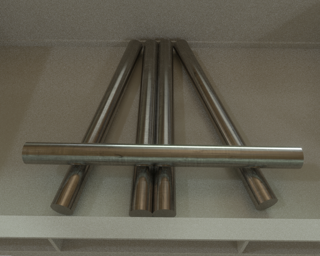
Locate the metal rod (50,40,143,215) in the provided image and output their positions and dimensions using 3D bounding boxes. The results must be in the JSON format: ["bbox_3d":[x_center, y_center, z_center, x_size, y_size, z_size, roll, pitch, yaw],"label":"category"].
[{"bbox_3d":[-0.073,-0.025,0.424,0.025,0.025,0.300,10,51,8],"label":"metal rod"}]

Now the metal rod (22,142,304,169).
[{"bbox_3d":[0.003,0.030,0.344,0.302,0.025,0.025,1,50,1],"label":"metal rod"}]

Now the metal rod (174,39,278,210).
[{"bbox_3d":[0.075,-0.028,0.427,0.025,0.025,0.300,-12,51,-10],"label":"metal rod"}]

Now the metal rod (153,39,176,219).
[{"bbox_3d":[0.007,-0.024,0.423,0.025,0.025,0.300,1,50,1],"label":"metal rod"}]

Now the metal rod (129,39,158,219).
[{"bbox_3d":[-0.017,-0.023,0.423,0.025,0.025,0.300,1,50,1],"label":"metal rod"}]
